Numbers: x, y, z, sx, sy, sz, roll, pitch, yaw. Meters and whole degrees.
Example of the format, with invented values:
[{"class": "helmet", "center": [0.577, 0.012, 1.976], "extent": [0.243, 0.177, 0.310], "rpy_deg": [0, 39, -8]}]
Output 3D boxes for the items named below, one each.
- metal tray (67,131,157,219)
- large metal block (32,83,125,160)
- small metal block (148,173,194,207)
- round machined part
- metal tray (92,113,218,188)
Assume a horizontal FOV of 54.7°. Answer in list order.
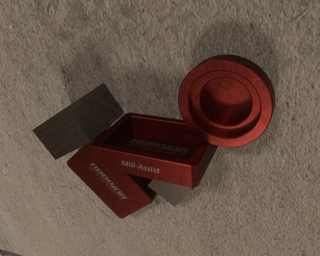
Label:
[{"class": "metal tray", "center": [-0.075, 0.076, 0.488], "extent": [0.130, 0.030, 0.090], "rpy_deg": [47, 129, -6]}, {"class": "large metal block", "center": [-0.109, -0.009, 0.421], "extent": [0.080, 0.080, 0.050], "rpy_deg": [-25, 105, 36]}, {"class": "small metal block", "center": [0.018, 0.078, 0.444], "extent": [0.050, 0.025, 0.050], "rpy_deg": [38, 129, 2]}, {"class": "round machined part", "center": [0.073, -0.032, 0.335], "extent": [0.098, 0.042, 0.097], "rpy_deg": [12, 121, 21]}, {"class": "metal tray", "center": [-0.004, 0.021, 0.378], "extent": [0.130, 0.090, 0.030], "rpy_deg": [9, 123, 23]}]
